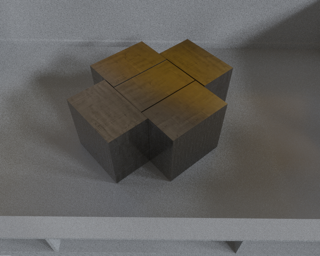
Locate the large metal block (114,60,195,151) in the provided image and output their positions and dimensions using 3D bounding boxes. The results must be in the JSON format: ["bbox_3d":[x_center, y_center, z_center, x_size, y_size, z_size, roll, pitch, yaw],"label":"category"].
[{"bbox_3d":[-0.006,-0.026,0.390,0.080,0.080,0.050,-33,58,-25],"label":"large metal block"}]

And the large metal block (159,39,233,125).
[{"bbox_3d":[0.044,-0.059,0.419,0.050,0.080,0.080,-34,58,-25],"label":"large metal block"}]

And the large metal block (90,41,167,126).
[{"bbox_3d":[-0.039,-0.056,0.414,0.080,0.080,0.050,-33,58,-25],"label":"large metal block"}]

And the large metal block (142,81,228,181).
[{"bbox_3d":[0.027,0.004,0.366,0.080,0.080,0.050,-33,58,-25],"label":"large metal block"}]

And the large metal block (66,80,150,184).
[{"bbox_3d":[-0.058,0.004,0.364,0.050,0.080,0.080,-34,58,-25],"label":"large metal block"}]
